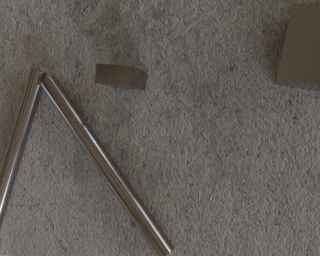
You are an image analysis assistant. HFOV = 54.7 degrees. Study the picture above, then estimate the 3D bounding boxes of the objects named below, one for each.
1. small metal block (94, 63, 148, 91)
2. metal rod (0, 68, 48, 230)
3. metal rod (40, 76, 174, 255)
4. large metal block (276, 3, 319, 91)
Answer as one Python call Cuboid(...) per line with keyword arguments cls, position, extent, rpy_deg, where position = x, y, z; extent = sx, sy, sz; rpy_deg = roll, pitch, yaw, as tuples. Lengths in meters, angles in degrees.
Cuboid(cls="small metal block", position=(-0.051, -0.067, 0.413), extent=(0.050, 0.050, 0.025), rpy_deg=(8, 93, 19))
Cuboid(cls="metal rod", position=(-0.234, 0.052, 0.489), extent=(0.025, 0.025, 0.298), rpy_deg=(22, 97, 18))
Cuboid(cls="metal rod", position=(-0.080, 0.047, 0.435), extent=(0.025, 0.025, 0.299), rpy_deg=(-40, 78, 15))
Cuboid(cls="large metal block", position=(0.176, -0.082, 0.334), extent=(0.080, 0.050, 0.079), rpy_deg=(13, 94, 19))
